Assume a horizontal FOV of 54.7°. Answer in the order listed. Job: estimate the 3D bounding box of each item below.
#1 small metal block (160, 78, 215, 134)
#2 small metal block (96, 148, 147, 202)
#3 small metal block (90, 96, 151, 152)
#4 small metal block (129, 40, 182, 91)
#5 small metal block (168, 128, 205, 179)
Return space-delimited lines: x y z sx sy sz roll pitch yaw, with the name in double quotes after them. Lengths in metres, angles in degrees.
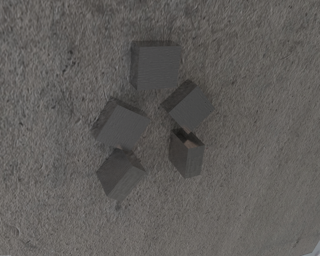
0.037 -0.028 0.410 0.050 0.025 0.050 -43 130 2 "small metal block"
-0.051 0.057 0.398 0.025 0.050 0.050 33 100 -38 "small metal block"
-0.048 -0.004 0.378 0.050 0.025 0.050 24 105 -37 "small metal block"
-0.006 -0.073 0.358 0.050 0.025 0.050 -8 122 -24 "small metal block"
0.036 0.034 0.431 0.025 0.050 0.050 -10 123 -23 "small metal block"
